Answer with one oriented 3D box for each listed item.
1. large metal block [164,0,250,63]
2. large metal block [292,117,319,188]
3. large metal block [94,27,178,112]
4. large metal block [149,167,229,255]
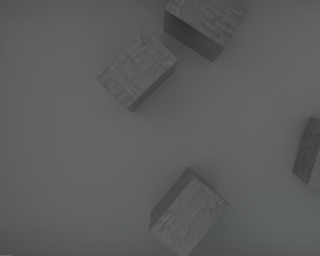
[{"bbox_3d":[0.052,-0.132,0.384,0.080,0.080,0.050,33,90,0],"label":"large metal block"},{"bbox_3d":[0.229,0.036,0.394,0.080,0.050,0.079,13,100,0],"label":"large metal block"},{"bbox_3d":[-0.026,-0.066,0.383,0.080,0.080,0.050,-44,90,0],"label":"large metal block"},{"bbox_3d":[0.032,0.100,0.384,0.050,0.080,0.080,39,90,0],"label":"large metal block"}]
